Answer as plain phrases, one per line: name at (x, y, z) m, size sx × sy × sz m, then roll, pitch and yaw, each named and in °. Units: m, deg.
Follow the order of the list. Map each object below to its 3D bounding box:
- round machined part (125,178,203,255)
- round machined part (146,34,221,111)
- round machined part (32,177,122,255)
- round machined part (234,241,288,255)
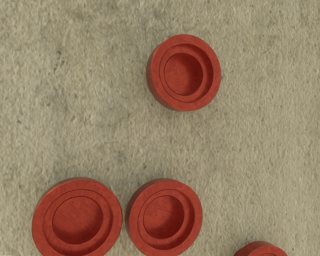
round machined part at (0.002, 0.113, 0.402) m, size 0.099 × 0.042 × 0.097 m, roll 0°, pitch 90°, yaw -21°
round machined part at (0.028, -0.070, 0.411) m, size 0.099 × 0.042 × 0.097 m, roll 0°, pitch 90°, yaw -21°
round machined part at (-0.097, 0.106, 0.365) m, size 0.099 × 0.042 × 0.097 m, roll 0°, pitch 90°, yaw -21°
round machined part at (0.141, 0.214, 0.454) m, size 0.099 × 0.042 × 0.097 m, roll 0°, pitch 90°, yaw -21°
